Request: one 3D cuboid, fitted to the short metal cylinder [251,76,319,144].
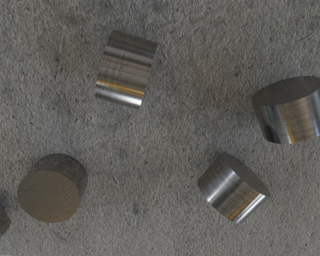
[{"bbox_3d":[0.158,-0.023,0.373,0.080,0.080,0.050,-21,109,7],"label":"short metal cylinder"}]

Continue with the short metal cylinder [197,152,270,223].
[{"bbox_3d":[0.097,0.078,0.410,0.080,0.080,0.050,36,106,-12],"label":"short metal cylinder"}]

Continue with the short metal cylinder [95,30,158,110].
[{"bbox_3d":[-0.038,-0.066,0.356,0.050,0.080,0.079,15,109,-6],"label":"short metal cylinder"}]

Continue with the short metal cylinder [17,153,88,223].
[{"bbox_3d":[-0.144,0.082,0.425,0.081,0.050,0.079,0,110,0],"label":"short metal cylinder"}]

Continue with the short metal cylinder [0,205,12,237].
[{"bbox_3d":[-0.258,0.133,0.427,0.080,0.080,0.050,-22,109,8],"label":"short metal cylinder"}]
